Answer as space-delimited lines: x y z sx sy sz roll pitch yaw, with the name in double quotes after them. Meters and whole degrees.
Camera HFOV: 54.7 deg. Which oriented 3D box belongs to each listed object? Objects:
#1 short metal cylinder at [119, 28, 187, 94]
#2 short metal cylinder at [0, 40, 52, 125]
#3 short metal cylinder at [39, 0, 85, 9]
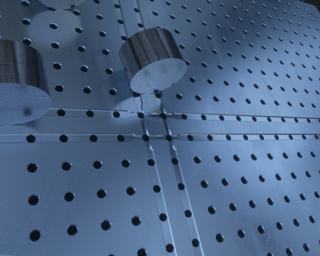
-0.010 -0.090 0.424 0.081 0.080 0.050 -9 66 -32 "short metal cylinder"
-0.156 -0.043 0.316 0.081 0.080 0.050 -3 64 -30 "short metal cylinder"
-0.139 -0.213 0.429 0.081 0.080 0.050 -12 68 -33 "short metal cylinder"
